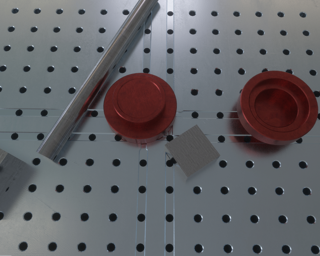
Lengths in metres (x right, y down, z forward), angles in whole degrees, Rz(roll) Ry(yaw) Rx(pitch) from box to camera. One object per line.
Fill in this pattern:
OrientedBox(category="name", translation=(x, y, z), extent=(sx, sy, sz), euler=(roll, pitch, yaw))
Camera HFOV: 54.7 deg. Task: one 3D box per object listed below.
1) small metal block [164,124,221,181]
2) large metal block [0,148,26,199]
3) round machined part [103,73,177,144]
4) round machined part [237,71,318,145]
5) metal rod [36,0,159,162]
OrientedBox(category="small metal block", translation=(0.041, 0.032, 0.400), extent=(0.050, 0.025, 0.050), euler=(-32, 73, -11))
OrientedBox(category="large metal block", translation=(-0.231, 0.053, 0.377), extent=(0.080, 0.050, 0.080), euler=(26, 72, 9))
OrientedBox(category="round machined part", translation=(-0.026, -0.032, 0.414), extent=(0.099, 0.042, 0.098), euler=(0, 70, 0))
OrientedBox(category="round machined part", translation=(0.152, -0.023, 0.412), extent=(0.099, 0.042, 0.098), euler=(0, 70, 0))
OrientedBox(category="metal rod", translation=(-0.079, -0.088, 0.443), extent=(0.025, 0.025, 0.300), euler=(26, 72, 9))
